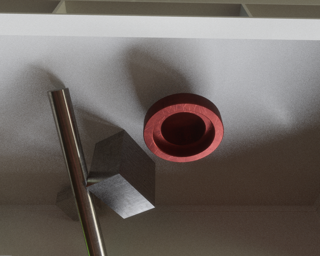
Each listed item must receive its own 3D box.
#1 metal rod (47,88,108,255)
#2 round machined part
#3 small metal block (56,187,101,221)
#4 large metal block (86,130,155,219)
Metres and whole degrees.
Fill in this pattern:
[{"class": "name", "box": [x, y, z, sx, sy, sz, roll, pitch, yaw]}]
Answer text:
[{"class": "metal rod", "box": [-0.099, 0.097, 0.407, 0.025, 0.025, 0.298, -8, 104, 6]}, {"class": "round machined part", "box": [0.029, -0.005, 0.394, 0.099, 0.042, 0.097, -1, 130, 0]}, {"class": "small metal block", "box": [-0.132, 0.119, 0.504, 0.050, 0.025, 0.050, -25, 127, 7]}, {"class": "large metal block", "box": [-0.049, 0.064, 0.427, 0.050, 0.080, 0.080, -25, 126, 19]}]
